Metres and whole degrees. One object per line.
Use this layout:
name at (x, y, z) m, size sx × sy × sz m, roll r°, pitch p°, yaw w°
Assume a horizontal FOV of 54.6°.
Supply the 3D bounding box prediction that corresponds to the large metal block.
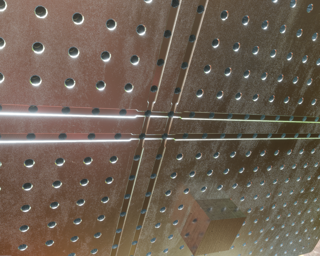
large metal block at (0.094, 0.175, 0.553) m, size 0.081 × 0.050 × 0.079 m, roll 5°, pitch 116°, yaw -31°
